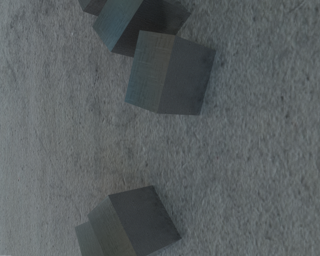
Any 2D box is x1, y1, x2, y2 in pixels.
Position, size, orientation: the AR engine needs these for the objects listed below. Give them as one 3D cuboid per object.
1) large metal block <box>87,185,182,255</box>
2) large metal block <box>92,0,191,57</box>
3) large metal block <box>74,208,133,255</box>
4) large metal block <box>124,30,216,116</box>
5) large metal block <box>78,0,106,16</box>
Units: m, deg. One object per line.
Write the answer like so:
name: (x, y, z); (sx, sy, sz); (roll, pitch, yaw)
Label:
large metal block: (-0.032, 0.126, 0.393); (0.050, 0.081, 0.080); (-46, 63, 30)
large metal block: (-0.022, -0.134, 0.386); (0.080, 0.081, 0.050); (-50, 61, 28)
large metal block: (-0.069, 0.166, 0.443); (0.080, 0.050, 0.080); (-31, 71, 35)
large metal block: (0.013, -0.060, 0.357); (0.050, 0.081, 0.079); (22, 104, 37)
large metal block: (-0.085, -0.223, 0.456); (0.080, 0.050, 0.080); (-39, 67, 33)
